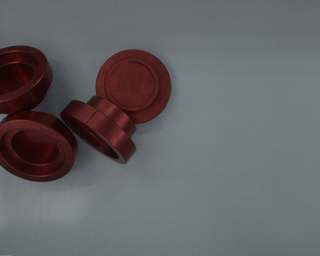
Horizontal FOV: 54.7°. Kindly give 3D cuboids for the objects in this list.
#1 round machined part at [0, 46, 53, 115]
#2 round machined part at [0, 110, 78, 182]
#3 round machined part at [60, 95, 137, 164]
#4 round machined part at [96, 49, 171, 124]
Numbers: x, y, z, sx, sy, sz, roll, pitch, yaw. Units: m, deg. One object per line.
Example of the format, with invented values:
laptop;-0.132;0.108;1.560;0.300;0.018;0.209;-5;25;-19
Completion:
round machined part;-0.182;-0.055;0.386;0.099;0.042;0.098;-3;54;4
round machined part;-0.152;0.018;0.386;0.099;0.042;0.097;0;126;1
round machined part;-0.068;-0.002;0.377;0.098;0.098;0.042;36;71;0
round machined part;-0.035;-0.054;0.402;0.099;0.042;0.097;0;90;0
